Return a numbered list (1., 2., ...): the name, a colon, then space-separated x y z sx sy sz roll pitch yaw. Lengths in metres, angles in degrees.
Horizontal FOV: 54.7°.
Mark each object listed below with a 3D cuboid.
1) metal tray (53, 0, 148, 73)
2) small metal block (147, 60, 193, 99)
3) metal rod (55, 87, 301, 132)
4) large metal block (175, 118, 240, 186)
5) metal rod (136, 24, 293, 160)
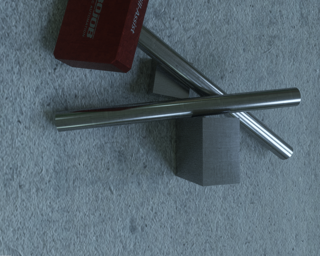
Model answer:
1. metal tray: -0.063 -0.132 0.353 0.030 0.090 0.129 23 79 -62
2. small metal block: 0.013 -0.066 0.415 0.050 0.025 0.050 9 87 -20
3. metal rod: 0.028 -0.024 0.385 0.302 0.025 0.025 -6 93 -7
4. large metal block: 0.059 0.027 0.403 0.050 0.080 0.079 0 91 -20
5. metal rod: 0.077 -0.041 0.416 0.301 0.025 0.025 34 79 -22
